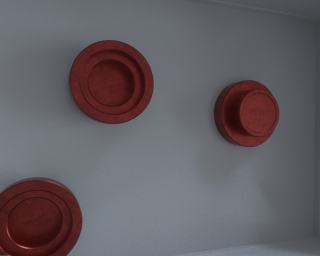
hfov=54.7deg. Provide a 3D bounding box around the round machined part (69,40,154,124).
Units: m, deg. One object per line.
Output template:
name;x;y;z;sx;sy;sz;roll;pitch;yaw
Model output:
round machined part;-0.061;-0.053;0.379;0.099;0.042;0.097;0;90;-20

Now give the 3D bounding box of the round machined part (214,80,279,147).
round machined part;0.132;-0.021;0.450;0.099;0.042;0.097;0;90;-20

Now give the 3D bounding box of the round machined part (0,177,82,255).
round machined part;-0.140;0.104;0.350;0.099;0.042;0.097;0;90;-20
